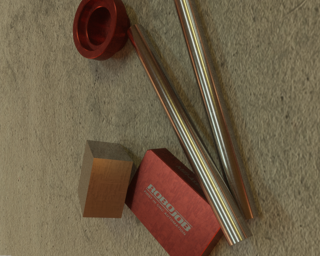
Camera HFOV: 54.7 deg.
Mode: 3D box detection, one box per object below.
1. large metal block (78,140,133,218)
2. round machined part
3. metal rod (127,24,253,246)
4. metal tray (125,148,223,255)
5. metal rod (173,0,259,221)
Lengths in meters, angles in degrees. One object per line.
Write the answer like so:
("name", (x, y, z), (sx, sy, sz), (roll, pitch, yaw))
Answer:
("large metal block", (-0.079, 0.068, 0.430), (0.080, 0.050, 0.079), (-144, 64, -66))
("round machined part", (-0.083, -0.149, 0.459), (0.098, 0.042, 0.097), (0, 90, 39))
("metal rod", (0.023, -0.012, 0.366), (0.025, 0.025, 0.299), (-42, 59, 32))
("metal tray", (0.018, 0.097, 0.385), (0.130, 0.030, 0.089), (41, 114, 32))
("metal rod", (0.057, -0.047, 0.356), (0.025, 0.025, 0.299), (-23, 76, 37))
